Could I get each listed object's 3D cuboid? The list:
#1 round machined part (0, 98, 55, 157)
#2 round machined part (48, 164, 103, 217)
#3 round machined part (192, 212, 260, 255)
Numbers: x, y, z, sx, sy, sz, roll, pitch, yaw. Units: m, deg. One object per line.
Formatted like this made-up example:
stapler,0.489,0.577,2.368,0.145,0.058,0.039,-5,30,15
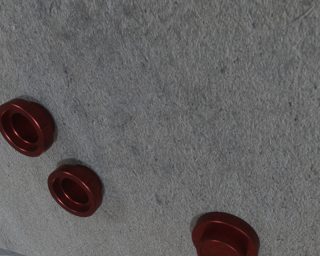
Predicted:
round machined part,-0.213,-0.004,0.505,0.098,0.042,0.097,13,124,21
round machined part,-0.140,0.102,0.533,0.098,0.042,0.097,13,124,21
round machined part,0.093,0.175,0.455,0.098,0.042,0.097,13,124,21
